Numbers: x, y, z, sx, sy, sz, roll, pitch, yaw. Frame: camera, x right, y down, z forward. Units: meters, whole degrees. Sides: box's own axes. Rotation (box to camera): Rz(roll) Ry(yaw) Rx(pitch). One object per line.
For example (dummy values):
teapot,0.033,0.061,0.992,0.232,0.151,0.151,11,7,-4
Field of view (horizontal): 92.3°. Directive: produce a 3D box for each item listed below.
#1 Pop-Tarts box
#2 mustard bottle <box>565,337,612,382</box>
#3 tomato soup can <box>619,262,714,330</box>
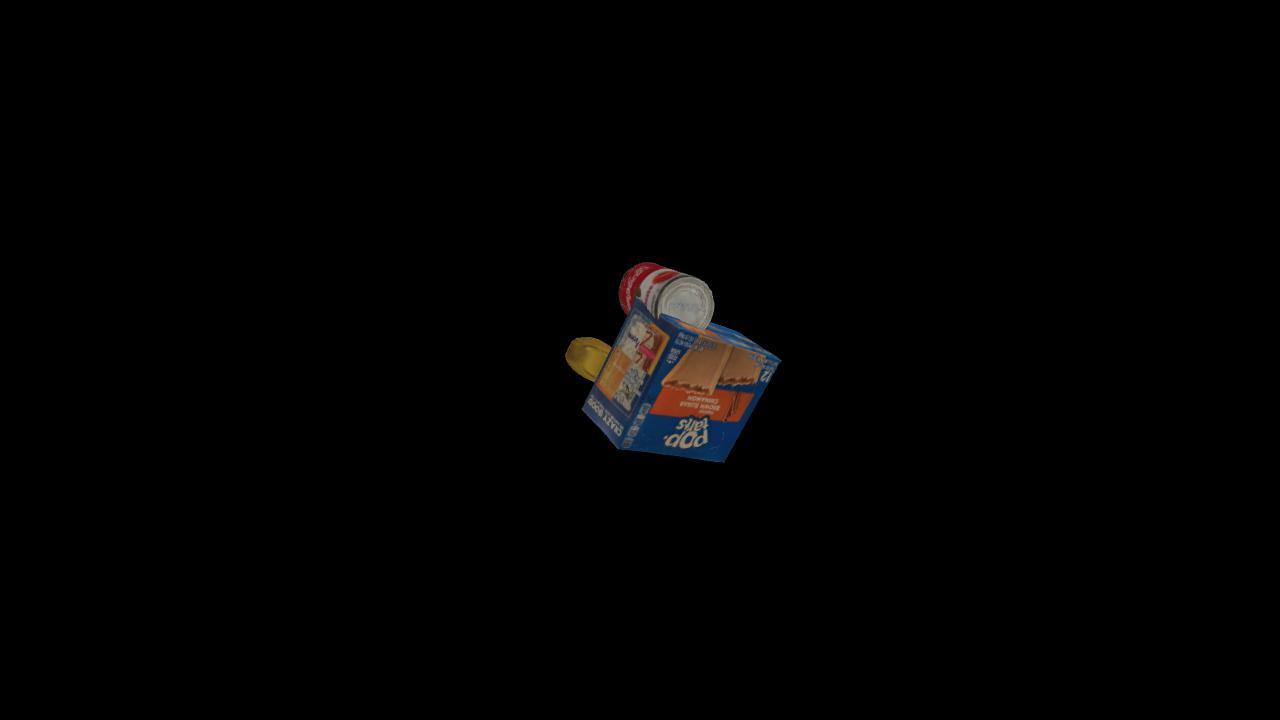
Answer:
Pop-Tarts box,0.047,0.027,0.674,0.167,0.141,0.083,15,18,-40
mustard bottle,-0.008,0.030,0.766,0.184,0.054,0.092,30,-4,40
tomato soup can,0.027,-0.063,0.654,0.068,0.068,0.101,0,16,-25
